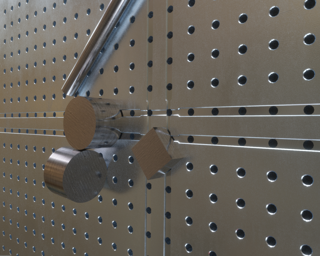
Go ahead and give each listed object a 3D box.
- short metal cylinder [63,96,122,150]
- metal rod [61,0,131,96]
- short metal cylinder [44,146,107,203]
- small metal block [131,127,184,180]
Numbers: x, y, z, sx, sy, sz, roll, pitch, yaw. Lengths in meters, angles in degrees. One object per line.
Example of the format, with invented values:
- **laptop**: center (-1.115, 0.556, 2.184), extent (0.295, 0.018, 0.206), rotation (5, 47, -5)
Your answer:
- **short metal cylinder**: center (-0.105, -0.008, 0.480), extent (0.080, 0.050, 0.079), rotation (0, 90, 40)
- **metal rod**: center (-0.076, -0.166, 0.471), extent (0.298, 0.025, 0.025), rotation (-50, 61, 28)
- **short metal cylinder**: center (-0.130, 0.070, 0.481), extent (0.050, 0.081, 0.079), rotation (7, 94, 40)
- **small metal block**: center (-0.004, 0.034, 0.413), extent (0.050, 0.025, 0.050), rotation (-45, 63, 31)
